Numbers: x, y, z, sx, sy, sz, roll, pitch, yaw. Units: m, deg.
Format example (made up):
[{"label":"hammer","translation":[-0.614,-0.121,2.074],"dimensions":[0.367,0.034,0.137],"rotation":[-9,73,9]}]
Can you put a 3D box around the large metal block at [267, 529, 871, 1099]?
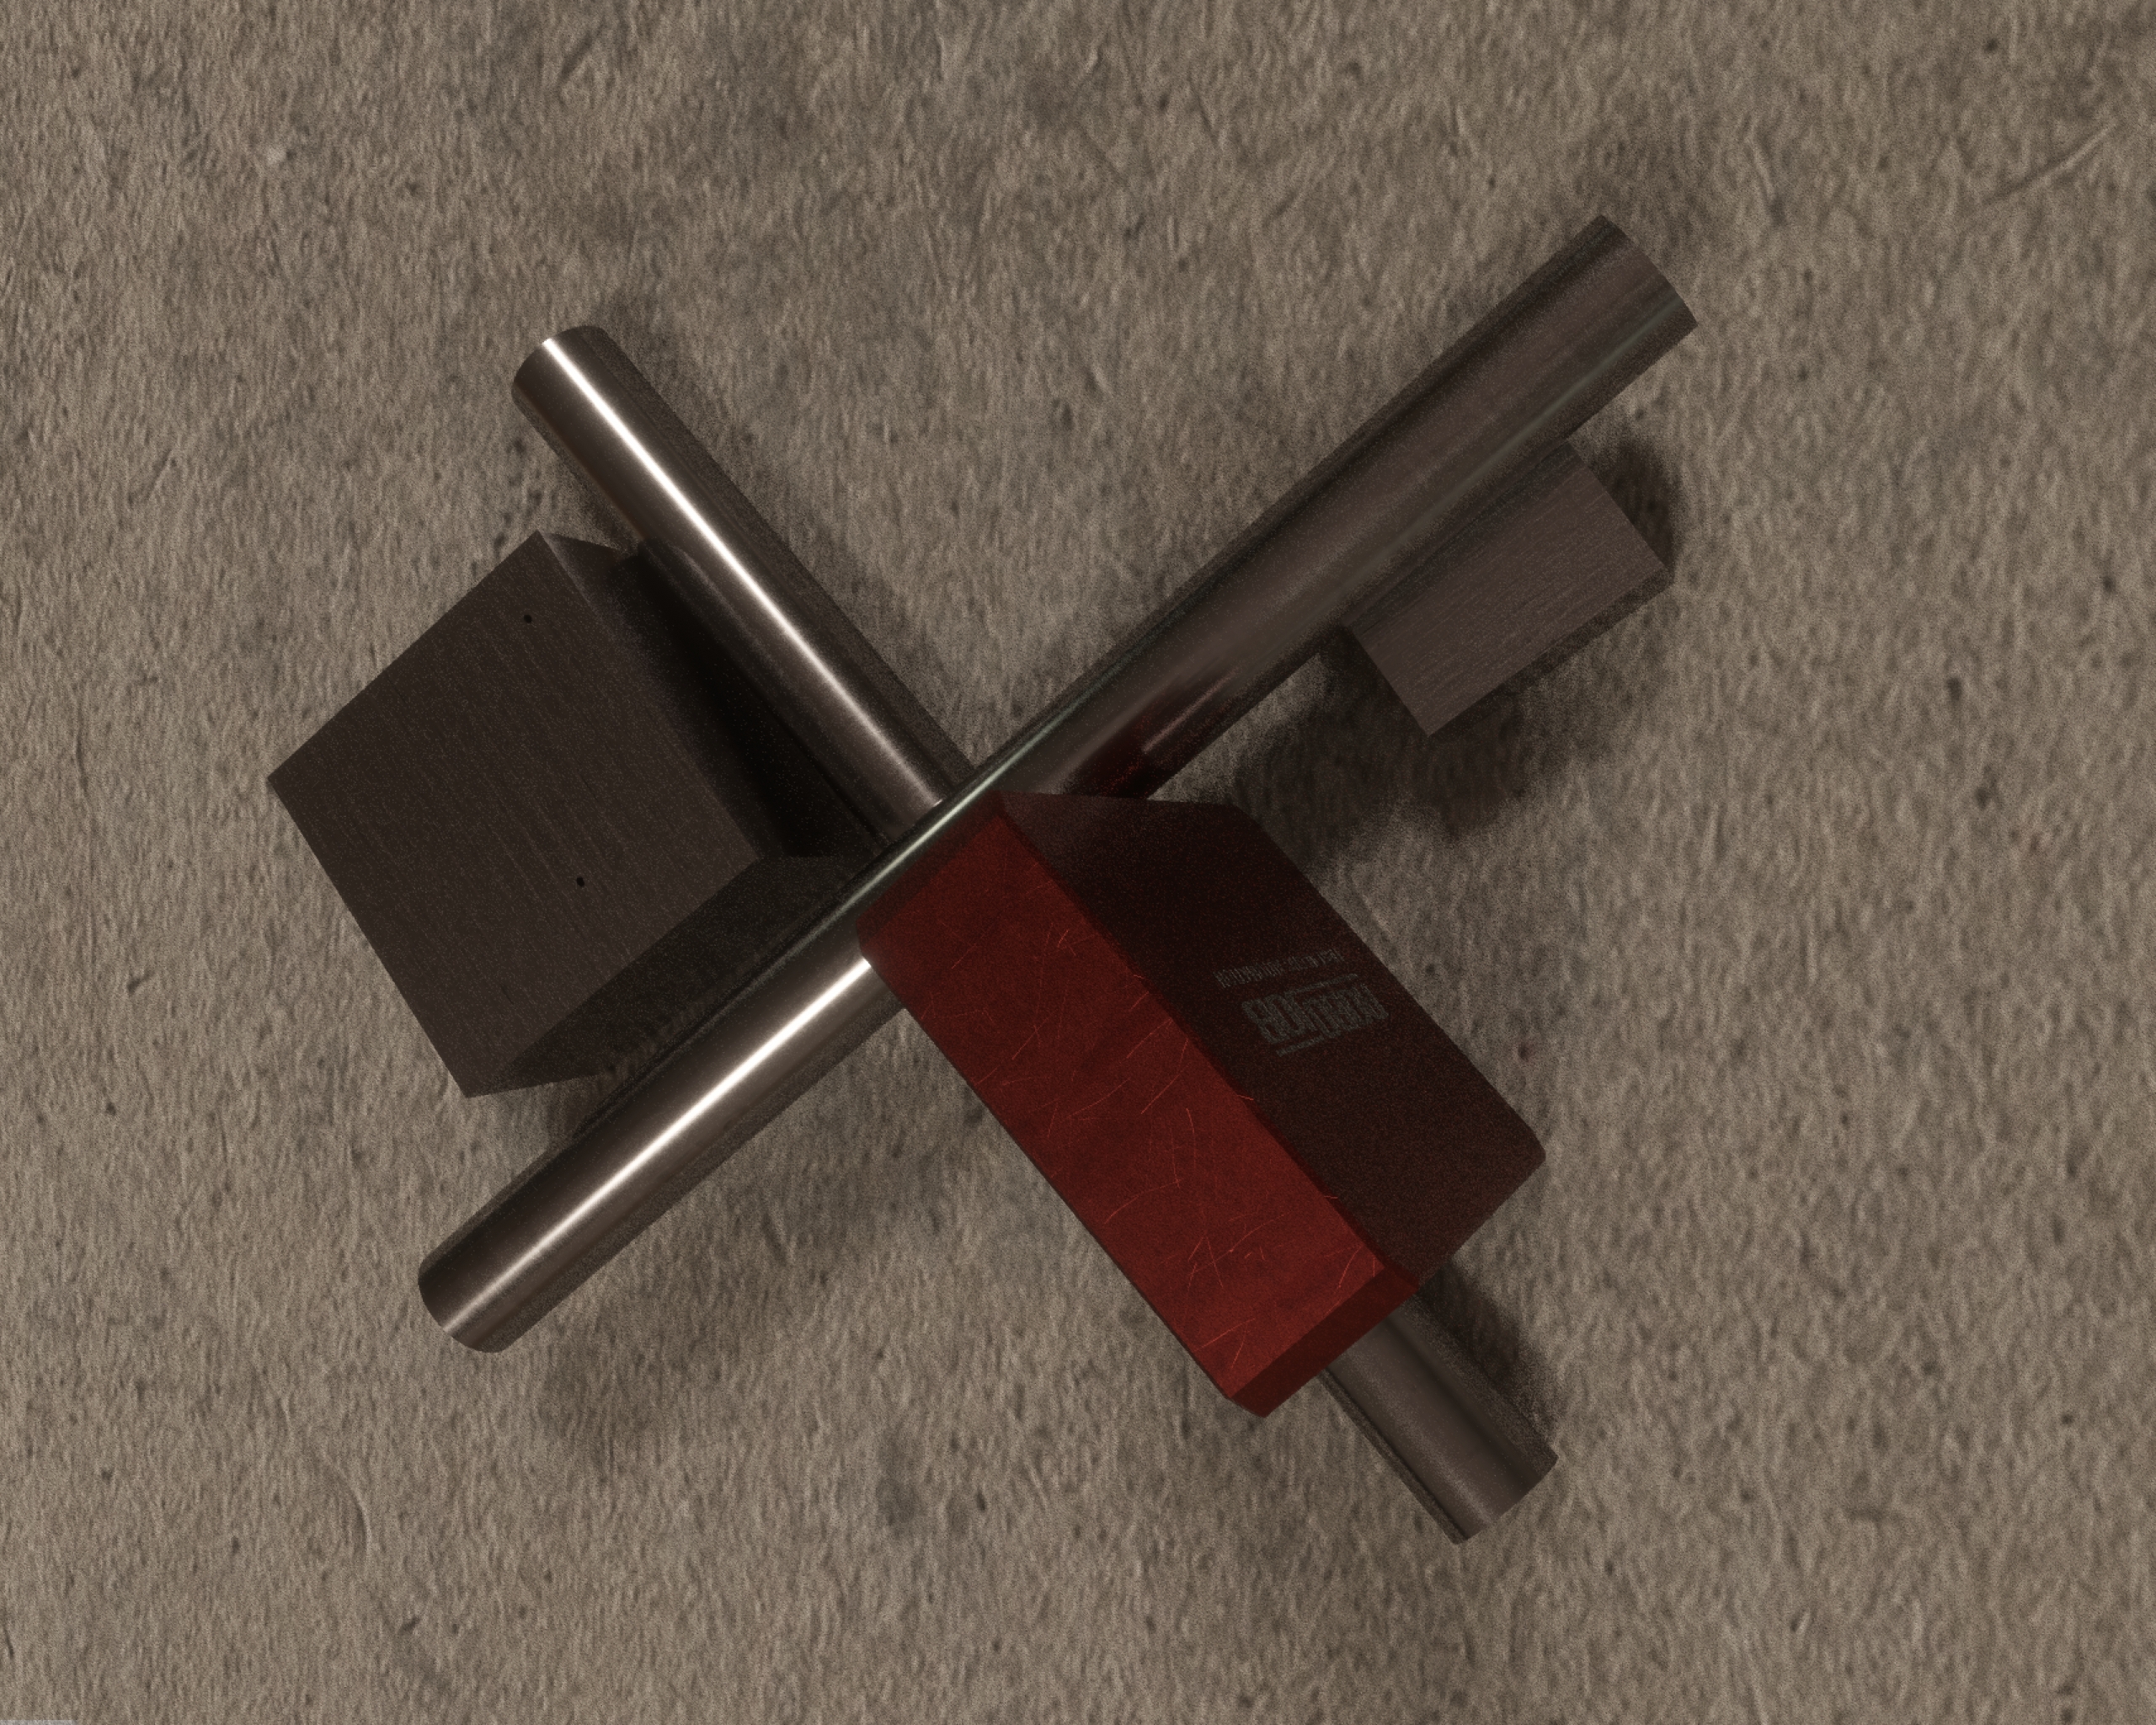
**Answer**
[{"label":"large metal block","translation":[-0.104,-0.009,0.431],"dimensions":[0.080,0.050,0.080],"rotation":[-38,78,15]}]

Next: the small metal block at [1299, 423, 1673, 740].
[{"label":"small metal block","translation":[0.073,-0.057,0.384],"dimensions":[0.050,0.025,0.050],"rotation":[-37,79,16]}]

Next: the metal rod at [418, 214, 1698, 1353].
[{"label":"metal rod","translation":[-0.014,-0.005,0.387],"dimensions":[0.299,0.025,0.025],"rotation":[-41,78,15]}]

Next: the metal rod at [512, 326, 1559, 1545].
[{"label":"metal rod","translation":[-0.016,0.005,0.415],"dimensions":[0.025,0.025,0.300],"rotation":[-44,77,14]}]

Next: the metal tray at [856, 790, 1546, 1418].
[{"label":"metal tray","translation":[0.027,0.032,0.343],"dimensions":[0.030,0.130,0.090],"rotation":[-44,76,15]}]
